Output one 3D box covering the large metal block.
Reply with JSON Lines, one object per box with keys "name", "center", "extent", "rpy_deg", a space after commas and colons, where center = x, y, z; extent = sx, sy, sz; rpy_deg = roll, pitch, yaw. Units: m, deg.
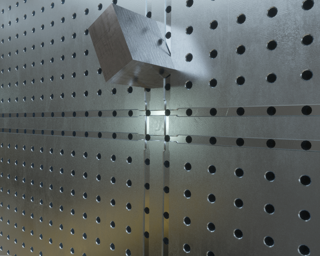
{"name": "large metal block", "center": [-0.035, -0.102, 0.401], "extent": [0.050, 0.081, 0.080], "rpy_deg": [-32, 71, 35]}
